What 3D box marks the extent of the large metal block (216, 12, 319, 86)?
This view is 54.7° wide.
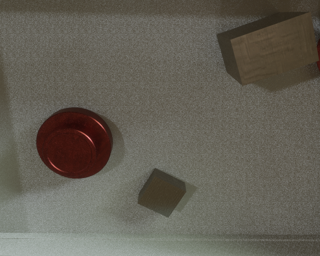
[{"bbox_3d":[0.116,-0.092,0.350,0.080,0.080,0.050,-18,109,6],"label":"large metal block"}]

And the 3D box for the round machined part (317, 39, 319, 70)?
[{"bbox_3d":[0.238,-0.090,0.355,0.098,0.042,0.097,21,124,35],"label":"round machined part"}]

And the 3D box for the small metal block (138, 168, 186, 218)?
[{"bbox_3d":[0.002,0.093,0.446,0.050,0.025,0.050,28,108,-10],"label":"small metal block"}]

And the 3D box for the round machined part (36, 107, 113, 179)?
[{"bbox_3d":[-0.114,0.025,0.410,0.099,0.042,0.097,0,110,-1],"label":"round machined part"}]
